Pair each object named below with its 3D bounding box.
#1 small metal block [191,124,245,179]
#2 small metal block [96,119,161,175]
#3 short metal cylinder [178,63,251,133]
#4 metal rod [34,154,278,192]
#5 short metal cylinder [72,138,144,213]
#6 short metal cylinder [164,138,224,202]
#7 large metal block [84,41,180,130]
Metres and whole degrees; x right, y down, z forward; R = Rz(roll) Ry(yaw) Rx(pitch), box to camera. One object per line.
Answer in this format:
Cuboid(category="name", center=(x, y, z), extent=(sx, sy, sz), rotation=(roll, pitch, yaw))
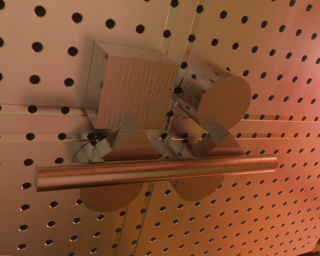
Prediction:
Cuboid(category="small metal block", center=(0.077, 0.031, 0.408), extent=(0.050, 0.025, 0.050), rotation=(-42, 130, 1))
Cuboid(category="small metal block", center=(-0.034, 0.027, 0.344), extent=(0.050, 0.025, 0.050), rotation=(-35, 129, -6))
Cuboid(category="short metal cylinder", center=(0.072, -0.040, 0.409), extent=(0.081, 0.050, 0.079), rotation=(-14, 124, -21))
Cuboid(category="metal rod", center=(0.020, 0.047, 0.353), extent=(0.303, 0.025, 0.025), rotation=(1, 118, -29))
Cuboid(category="short metal cylinder", center=(-0.067, 0.060, 0.394), extent=(0.081, 0.050, 0.079), rotation=(-14, 124, -21))
Cuboid(category="short metal cylinder", center=(0.050, 0.062, 0.460), extent=(0.081, 0.050, 0.079), rotation=(-14, 124, -21))
Cuboid(category="large metal block", center=(-0.034, -0.045, 0.348), extent=(0.081, 0.050, 0.079), rotation=(1, 118, -29))
